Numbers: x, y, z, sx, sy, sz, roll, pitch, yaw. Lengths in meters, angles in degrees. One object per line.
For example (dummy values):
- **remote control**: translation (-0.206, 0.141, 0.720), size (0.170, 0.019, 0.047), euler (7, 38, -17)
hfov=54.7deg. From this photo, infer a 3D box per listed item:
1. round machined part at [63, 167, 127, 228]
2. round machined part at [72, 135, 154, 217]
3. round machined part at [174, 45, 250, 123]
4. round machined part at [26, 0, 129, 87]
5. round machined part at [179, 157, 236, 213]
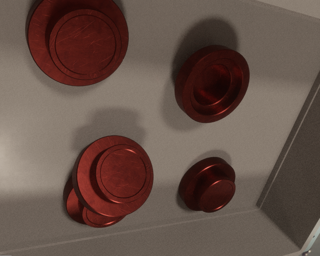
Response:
- **round machined part**: translation (-0.076, 0.094, 0.416), size (0.099, 0.042, 0.097), euler (-14, 125, -21)
- **round machined part**: translation (-0.051, 0.056, 0.372), size (0.099, 0.042, 0.098), euler (8, 73, -28)
- **round machined part**: translation (0.062, -0.059, 0.397), size (0.099, 0.042, 0.097), euler (-14, 125, -21)
- **round machined part**: translation (-0.077, -0.086, 0.304), size (0.099, 0.042, 0.097), euler (-14, 125, -21)
- **round machined part**: translation (0.084, 0.099, 0.507), size (0.099, 0.042, 0.097), euler (-14, 125, -21)
